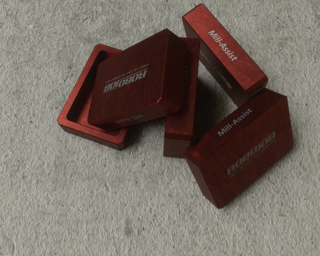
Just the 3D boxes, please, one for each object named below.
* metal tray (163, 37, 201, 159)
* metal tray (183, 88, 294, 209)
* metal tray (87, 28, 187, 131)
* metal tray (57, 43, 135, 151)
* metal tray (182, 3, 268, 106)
[{"bbox_3d":[0.026,-0.035,0.388,0.030,0.090,0.130,6,71,2],"label":"metal tray"},{"bbox_3d":[0.098,0.025,0.367,0.131,0.090,0.030,-37,39,-12],"label":"metal tray"},{"bbox_3d":[-0.031,-0.052,0.368,0.130,0.030,0.090,-13,63,43],"label":"metal tray"},{"bbox_3d":[-0.068,-0.044,0.422,0.090,0.030,0.130,19,71,6],"label":"metal tray"},{"bbox_3d":[0.083,-0.088,0.406,0.030,0.090,0.130,-36,74,3],"label":"metal tray"}]
